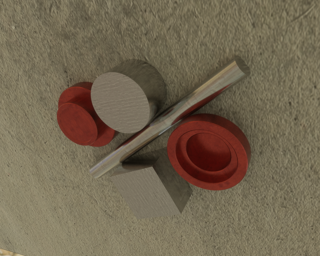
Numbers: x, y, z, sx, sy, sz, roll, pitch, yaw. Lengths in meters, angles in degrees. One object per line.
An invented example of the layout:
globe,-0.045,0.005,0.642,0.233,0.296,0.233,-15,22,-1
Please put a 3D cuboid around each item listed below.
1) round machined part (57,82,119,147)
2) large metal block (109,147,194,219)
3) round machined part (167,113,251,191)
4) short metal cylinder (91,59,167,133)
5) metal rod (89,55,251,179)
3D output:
round machined part,-0.107,-0.013,0.445,0.098,0.042,0.097,13,124,21
large metal block,-0.011,0.081,0.449,0.080,0.050,0.080,-18,109,35
round machined part,0.062,0.025,0.380,0.098,0.042,0.097,13,124,21
short metal cylinder,-0.038,-0.040,0.387,0.080,0.050,0.079,13,124,21
metal rod,-0.009,0.003,0.416,0.025,0.025,0.299,49,128,-7
